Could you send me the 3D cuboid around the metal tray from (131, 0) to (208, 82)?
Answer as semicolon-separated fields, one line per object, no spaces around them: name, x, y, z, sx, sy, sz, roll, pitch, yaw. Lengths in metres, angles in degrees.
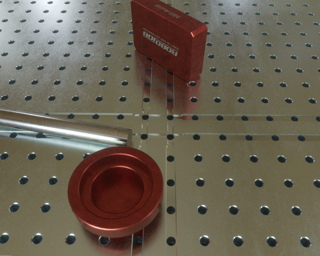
metal tray;0.011;-0.140;0.483;0.030;0.090;0.130;-37;59;-26

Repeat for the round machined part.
round machined part;-0.046;0.071;0.336;0.099;0.042;0.098;0;50;0

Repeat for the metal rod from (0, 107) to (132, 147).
metal rod;-0.186;-0.010;0.414;0.301;0.025;0.025;9;51;7
